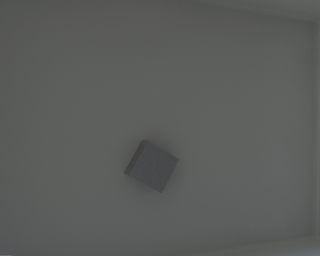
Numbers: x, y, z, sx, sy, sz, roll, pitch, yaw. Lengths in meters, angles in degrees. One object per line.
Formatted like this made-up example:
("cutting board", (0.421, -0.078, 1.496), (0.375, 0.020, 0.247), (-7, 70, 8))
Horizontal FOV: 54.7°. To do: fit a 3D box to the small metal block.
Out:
("small metal block", (-0.011, 0.050, 0.408), (0.050, 0.025, 0.050), (31, 80, -18))
